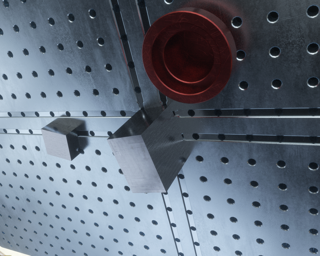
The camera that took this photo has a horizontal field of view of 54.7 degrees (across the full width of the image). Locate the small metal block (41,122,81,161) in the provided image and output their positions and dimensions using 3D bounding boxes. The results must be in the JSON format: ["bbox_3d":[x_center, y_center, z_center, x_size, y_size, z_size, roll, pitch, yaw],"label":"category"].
[{"bbox_3d":[-0.163,0.022,0.511,0.050,0.025,0.050,12,124,21],"label":"small metal block"}]

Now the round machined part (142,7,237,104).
[{"bbox_3d":[0.034,-0.079,0.334,0.098,0.042,0.097,13,124,21],"label":"round machined part"}]

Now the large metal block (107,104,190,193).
[{"bbox_3d":[-0.011,0.026,0.398,0.050,0.080,0.080,-9,114,32],"label":"large metal block"}]
